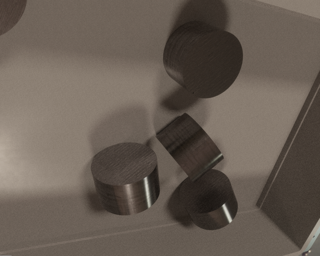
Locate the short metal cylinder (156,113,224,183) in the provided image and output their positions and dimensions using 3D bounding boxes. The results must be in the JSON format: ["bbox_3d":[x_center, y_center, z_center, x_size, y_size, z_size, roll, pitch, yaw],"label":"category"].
[{"bbox_3d":[0.039,0.026,0.412,0.050,0.080,0.080,-39,130,-2],"label":"short metal cylinder"}]

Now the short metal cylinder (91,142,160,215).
[{"bbox_3d":[-0.042,0.062,0.390,0.081,0.080,0.050,-18,126,-19],"label":"short metal cylinder"}]

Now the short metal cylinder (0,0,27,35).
[{"bbox_3d":[-0.149,-0.114,0.240,0.081,0.050,0.079,-14,125,-21],"label":"short metal cylinder"}]

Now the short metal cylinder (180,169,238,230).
[{"bbox_3d":[0.077,0.111,0.486,0.080,0.080,0.050,-32,129,-8],"label":"short metal cylinder"}]

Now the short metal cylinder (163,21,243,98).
[{"bbox_3d":[0.051,-0.082,0.371,0.081,0.050,0.079,-14,125,-21],"label":"short metal cylinder"}]
